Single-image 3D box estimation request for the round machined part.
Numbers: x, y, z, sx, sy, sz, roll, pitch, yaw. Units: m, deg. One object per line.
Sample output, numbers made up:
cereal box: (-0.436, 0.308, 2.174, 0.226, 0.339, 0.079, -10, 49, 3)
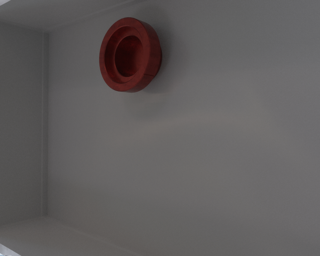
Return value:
round machined part: (-0.036, -0.097, 0.427, 0.098, 0.042, 0.097, 0, 90, 40)
